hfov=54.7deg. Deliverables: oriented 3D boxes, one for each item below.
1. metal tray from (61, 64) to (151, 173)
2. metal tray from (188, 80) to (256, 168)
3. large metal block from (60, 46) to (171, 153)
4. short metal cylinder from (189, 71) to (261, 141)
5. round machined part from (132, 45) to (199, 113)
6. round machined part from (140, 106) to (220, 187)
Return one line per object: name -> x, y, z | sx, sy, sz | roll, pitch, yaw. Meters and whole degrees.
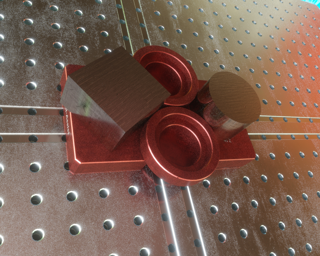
metal tray -> -0.067, -0.013, 0.376 | 0.091, 0.030, 0.130 | 1, 61, -29
metal tray -> 0.076, -0.008, 0.448 | 0.091, 0.030, 0.130 | 1, 61, -28
large metal block -> -0.049, -0.033, 0.347 | 0.080, 0.050, 0.080 | 45, 51, 3
short metal cylinder -> 0.087, -0.029, 0.417 | 0.081, 0.050, 0.080 | 14, 56, -21
round machined part -> 0.000, -0.061, 0.423 | 0.099, 0.042, 0.098 | 14, 56, -21
round machined part -> 0.021, 0.025, 0.381 | 0.099, 0.042, 0.098 | 14, 56, -21
